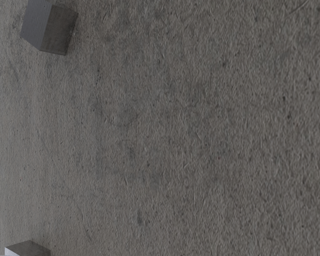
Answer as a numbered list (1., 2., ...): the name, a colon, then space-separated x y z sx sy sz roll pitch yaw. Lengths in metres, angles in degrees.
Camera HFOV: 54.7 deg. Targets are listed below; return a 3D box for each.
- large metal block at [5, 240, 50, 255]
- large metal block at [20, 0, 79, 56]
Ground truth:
1. large metal block: -0.258 0.274 0.602 0.080 0.050 0.079 1 91 40
2. large metal block: -0.200 -0.185 0.554 0.080 0.050 0.079 36 112 34
